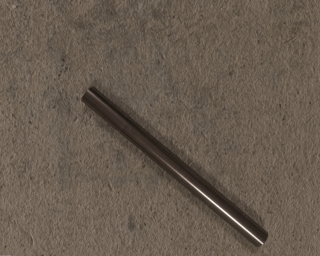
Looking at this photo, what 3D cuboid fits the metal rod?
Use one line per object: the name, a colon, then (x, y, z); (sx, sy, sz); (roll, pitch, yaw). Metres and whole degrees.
metal rod: (0.020, 0.051, 0.410); (0.300, 0.025, 0.025); (40, 90, -1)
